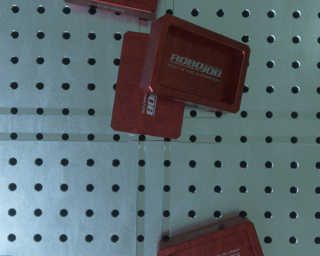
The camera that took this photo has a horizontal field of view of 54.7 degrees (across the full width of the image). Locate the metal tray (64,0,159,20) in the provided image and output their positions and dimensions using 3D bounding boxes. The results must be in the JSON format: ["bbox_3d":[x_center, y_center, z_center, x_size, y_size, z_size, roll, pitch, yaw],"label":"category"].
[{"bbox_3d":[-0.061,-0.203,0.409,0.131,0.030,0.089,12,90,-1],"label":"metal tray"}]

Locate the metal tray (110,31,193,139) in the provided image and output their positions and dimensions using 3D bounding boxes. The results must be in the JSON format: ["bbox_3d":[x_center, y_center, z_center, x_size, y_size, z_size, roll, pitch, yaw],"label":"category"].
[{"bbox_3d":[-0.010,-0.055,0.411,0.091,0.030,0.129,8,90,-1],"label":"metal tray"}]

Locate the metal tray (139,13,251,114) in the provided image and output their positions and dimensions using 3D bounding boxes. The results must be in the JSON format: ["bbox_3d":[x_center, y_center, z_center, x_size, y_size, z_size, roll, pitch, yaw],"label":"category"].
[{"bbox_3d":[0.046,-0.074,0.382,0.131,0.030,0.089,12,88,-27],"label":"metal tray"}]

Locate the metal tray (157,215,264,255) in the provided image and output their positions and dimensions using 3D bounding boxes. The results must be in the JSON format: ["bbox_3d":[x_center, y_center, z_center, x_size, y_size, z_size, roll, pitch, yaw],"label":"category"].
[{"bbox_3d":[0.070,0.181,0.411,0.131,0.030,0.090,-18,90,-1],"label":"metal tray"}]
